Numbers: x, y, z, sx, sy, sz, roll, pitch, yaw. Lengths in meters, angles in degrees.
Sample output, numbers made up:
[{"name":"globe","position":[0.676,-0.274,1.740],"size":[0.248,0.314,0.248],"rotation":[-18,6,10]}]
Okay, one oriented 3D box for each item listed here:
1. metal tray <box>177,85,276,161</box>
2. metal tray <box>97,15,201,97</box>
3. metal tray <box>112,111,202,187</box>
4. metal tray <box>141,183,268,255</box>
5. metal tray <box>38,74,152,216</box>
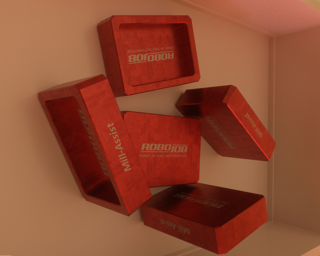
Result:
[{"name":"metal tray","position":[0.096,-0.004,0.444],"size":[0.130,0.090,0.030],"rotation":[45,63,-31]},{"name":"metal tray","position":[-0.008,-0.094,0.396],"size":[0.131,0.030,0.089],"rotation":[-17,101,-39]},{"name":"metal tray","position":[-0.003,0.028,0.399],"size":[0.131,0.030,0.089],"rotation":[4,87,-40]},{"name":"metal tray","position":[0.050,0.101,0.379],"size":[0.091,0.130,0.030],"rotation":[-17,101,-40]},{"name":"metal tray","position":[-0.066,0.017,0.308],"size":[0.030,0.090,0.129],"rotation":[-31,110,-37]}]
